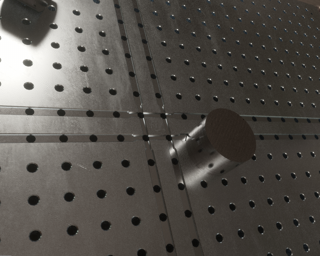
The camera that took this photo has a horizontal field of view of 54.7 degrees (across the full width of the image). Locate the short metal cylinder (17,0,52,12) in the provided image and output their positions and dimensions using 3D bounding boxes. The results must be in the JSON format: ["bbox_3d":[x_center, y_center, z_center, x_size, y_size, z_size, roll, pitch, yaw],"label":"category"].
[{"bbox_3d":[-0.168,-0.203,0.407,0.050,0.080,0.080,27,52,-12],"label":"short metal cylinder"}]

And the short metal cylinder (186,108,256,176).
[{"bbox_3d":[0.084,0.020,0.427,0.081,0.050,0.080,14,56,-21],"label":"short metal cylinder"}]
